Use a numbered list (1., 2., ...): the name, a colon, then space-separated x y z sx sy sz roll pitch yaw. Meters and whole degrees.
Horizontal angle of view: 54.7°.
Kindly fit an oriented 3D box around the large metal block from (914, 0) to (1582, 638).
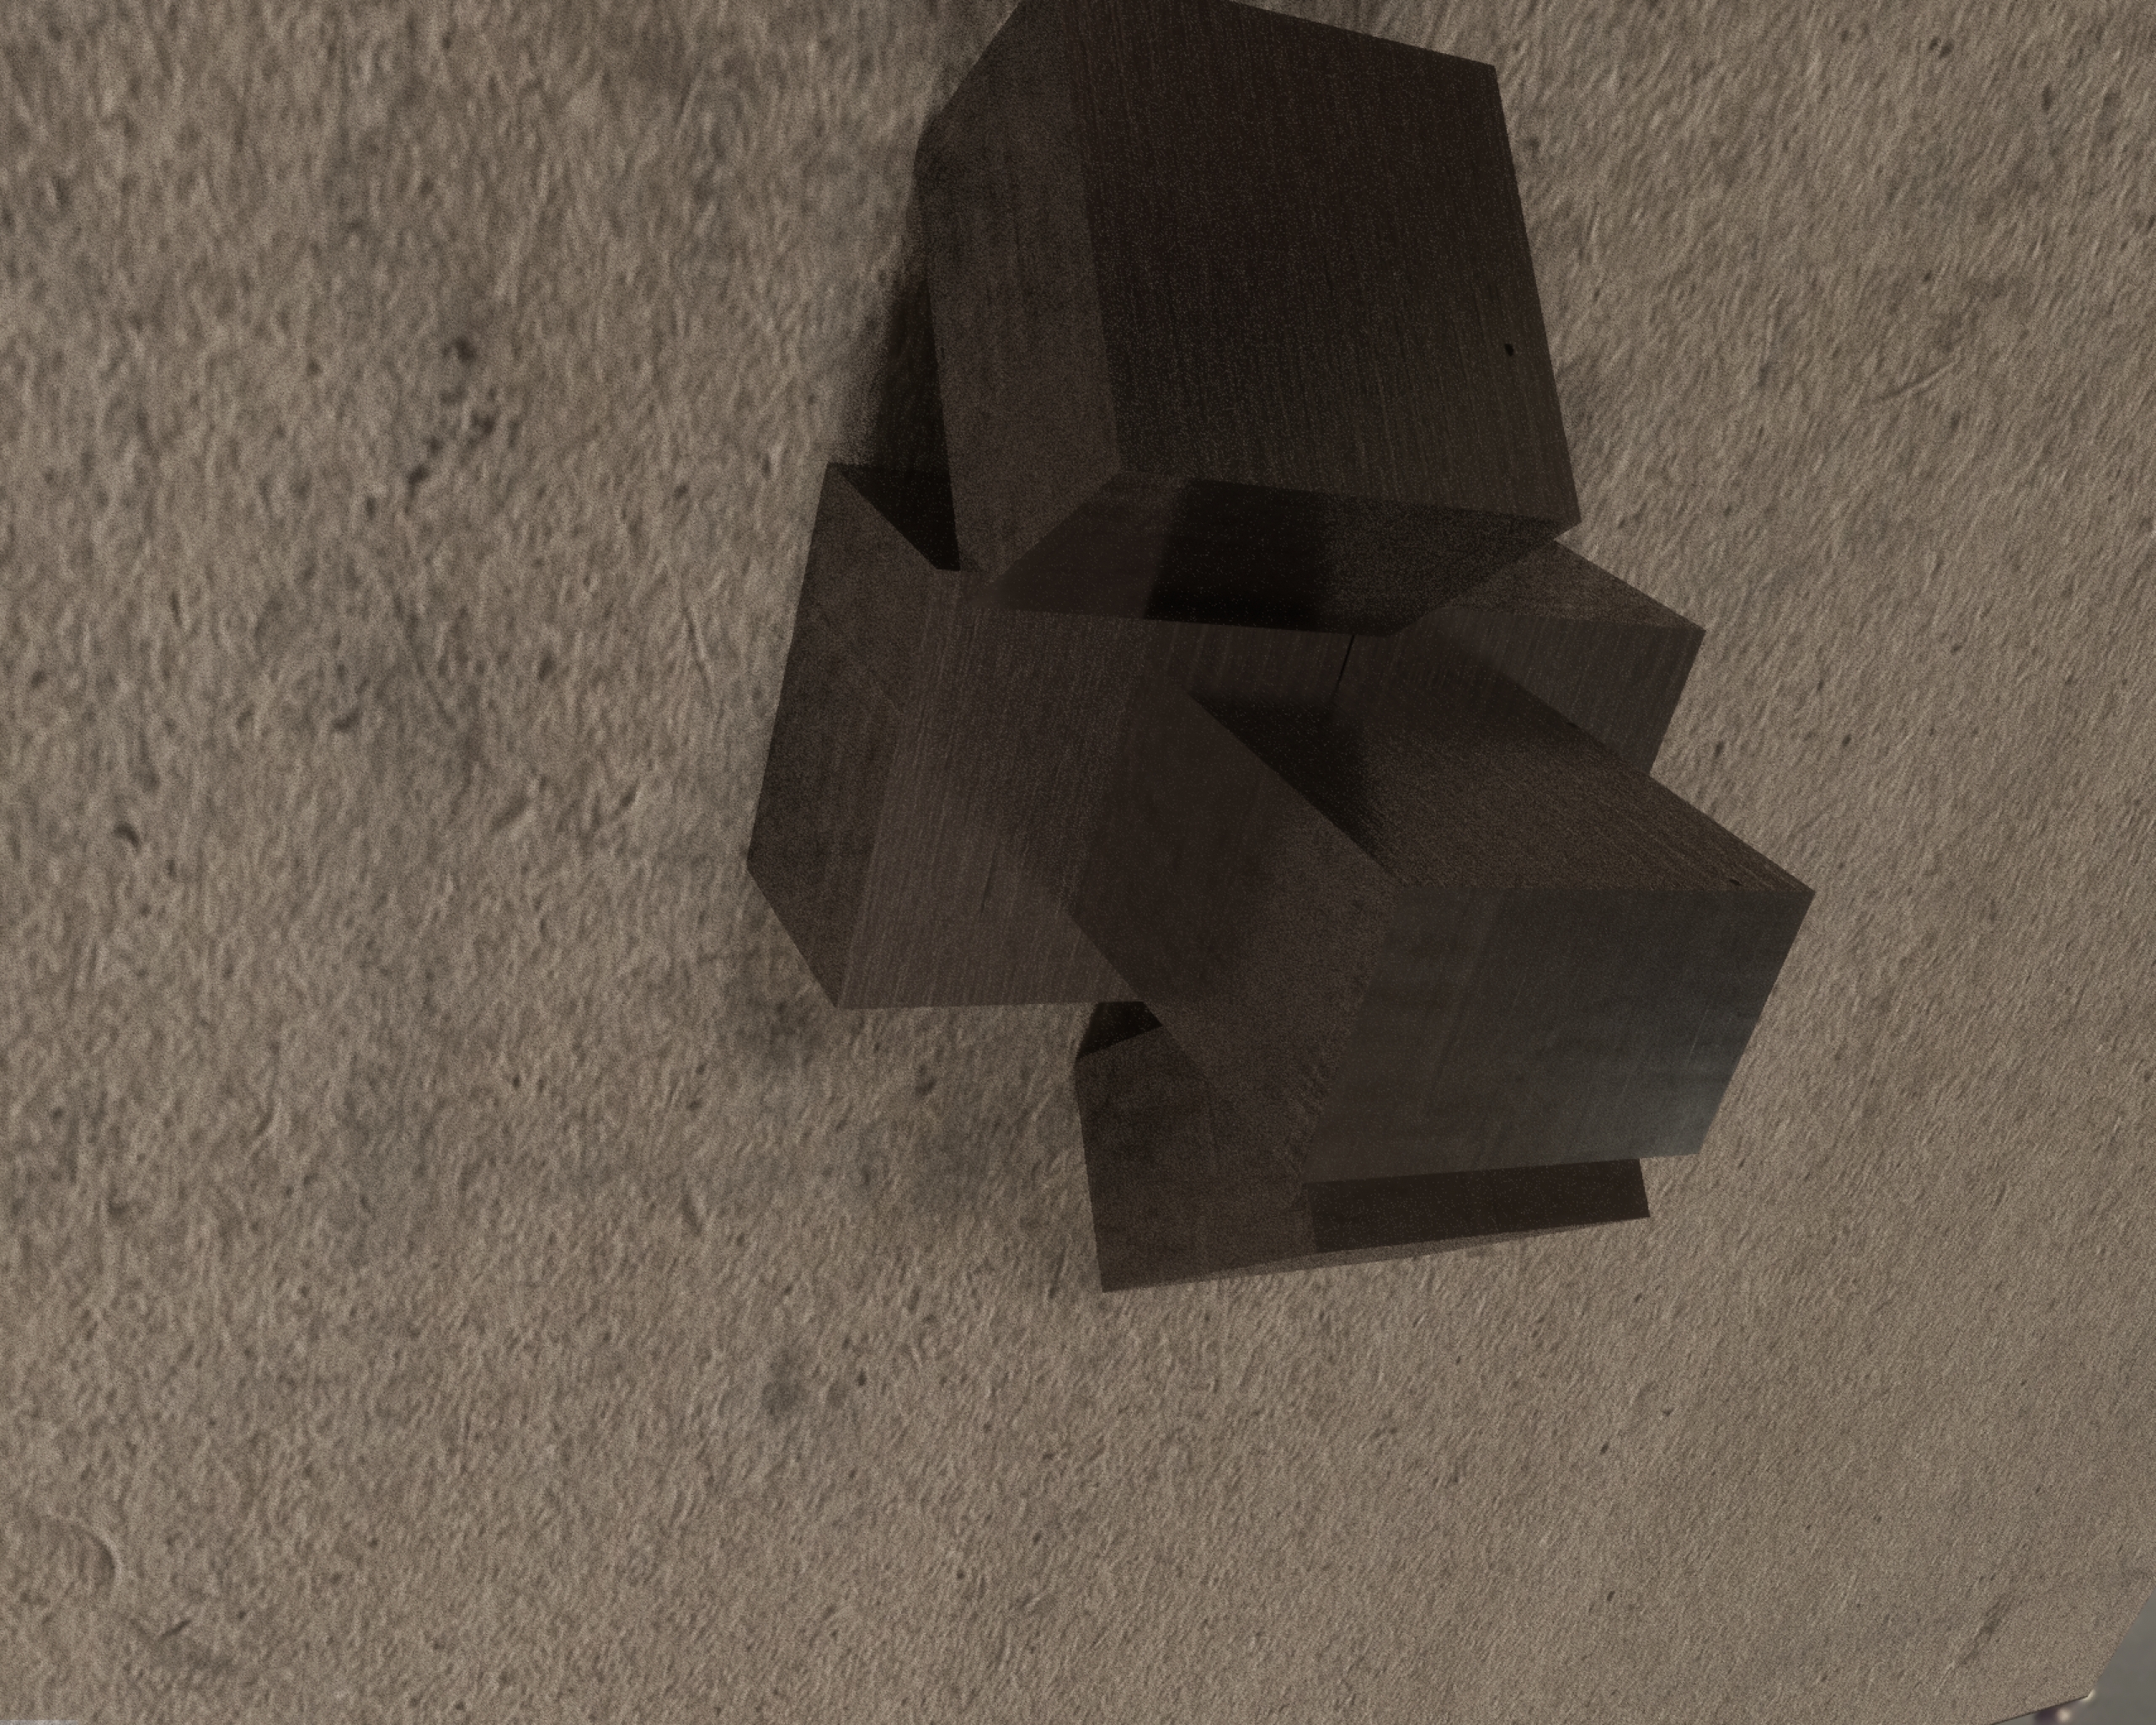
1. large metal block: 0.025 -0.084 0.328 0.081 0.050 0.080 1 74 -29

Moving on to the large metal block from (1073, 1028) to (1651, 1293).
1. large metal block: 0.056 0.057 0.432 0.081 0.080 0.050 0 75 -29

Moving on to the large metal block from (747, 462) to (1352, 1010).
1. large metal block: -0.007 -0.022 0.374 0.081 0.050 0.079 1 118 -29

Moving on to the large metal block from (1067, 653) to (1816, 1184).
1. large metal block: 0.056 0.007 0.345 0.081 0.080 0.050 1 118 -29

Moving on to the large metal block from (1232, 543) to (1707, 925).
1. large metal block: 0.065 -0.022 0.414 0.081 0.050 0.079 1 118 -29
